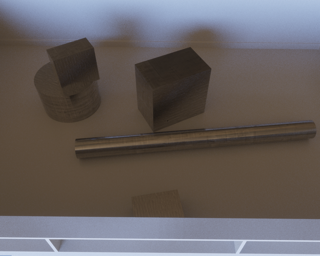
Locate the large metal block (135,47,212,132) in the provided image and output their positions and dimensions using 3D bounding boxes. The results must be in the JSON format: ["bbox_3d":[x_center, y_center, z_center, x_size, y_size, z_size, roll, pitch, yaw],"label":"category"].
[{"bbox_3d":[0.016,-0.050,0.412,0.081,0.080,0.050,-21,54,-17],"label":"large metal block"}]

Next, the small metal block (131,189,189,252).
[{"bbox_3d":[-0.001,0.096,0.324,0.050,0.025,0.050,-8,51,-7],"label":"small metal block"}]

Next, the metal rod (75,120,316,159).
[{"bbox_3d":[0.048,0.013,0.394,0.302,0.025,0.025,-5,50,-5],"label":"metal rod"}]

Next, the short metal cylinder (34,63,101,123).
[{"bbox_3d":[-0.127,-0.054,0.432,0.081,0.050,0.080,0,50,0],"label":"short metal cylinder"}]

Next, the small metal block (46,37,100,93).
[{"bbox_3d":[-0.108,-0.079,0.389,0.050,0.050,0.025,-25,55,-20],"label":"small metal block"}]
